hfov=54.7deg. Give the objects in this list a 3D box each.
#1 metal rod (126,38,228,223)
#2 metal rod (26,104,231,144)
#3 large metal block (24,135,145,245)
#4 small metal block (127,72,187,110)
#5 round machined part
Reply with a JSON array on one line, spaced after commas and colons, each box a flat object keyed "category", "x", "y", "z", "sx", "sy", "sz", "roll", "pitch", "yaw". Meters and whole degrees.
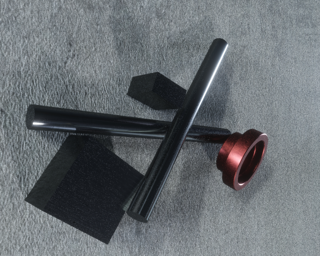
[{"category": "metal rod", "x": 0.035, "y": -0.018, "z": 0.407, "sx": 0.025, "sy": 0.025, "sz": 0.300, "roll": 49, "pitch": 52, "yaw": -29}, {"category": "metal rod", "x": -0.011, "y": 0.001, "z": 0.397, "sx": 0.302, "sy": 0.025, "sz": 0.025, "roll": 6, "pitch": 86, "yaw": -40}, {"category": "large metal block", "x": -0.076, "y": 0.063, "z": 0.326, "sx": 0.080, "sy": 0.050, "sz": 0.080, "roll": 43, "pitch": 64, "yaw": -32}, {"category": "small metal block", "x": -0.004, "y": -0.044, "z": 0.387, "sx": 0.050, "sy": 0.050, "sz": 0.025, "roll": 27, "pitch": 73, "yaw": -37}, {"category": "round machined part", "x": 0.125, "y": 0.045, "z": 0.486, "sx": 0.099, "sy": 0.042, "sz": 0.097, "roll": -32, "pitch": 136, "yaw": -36}]
